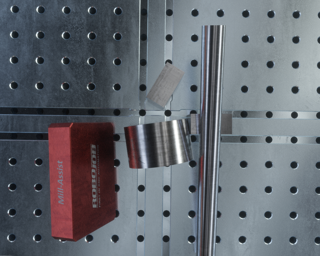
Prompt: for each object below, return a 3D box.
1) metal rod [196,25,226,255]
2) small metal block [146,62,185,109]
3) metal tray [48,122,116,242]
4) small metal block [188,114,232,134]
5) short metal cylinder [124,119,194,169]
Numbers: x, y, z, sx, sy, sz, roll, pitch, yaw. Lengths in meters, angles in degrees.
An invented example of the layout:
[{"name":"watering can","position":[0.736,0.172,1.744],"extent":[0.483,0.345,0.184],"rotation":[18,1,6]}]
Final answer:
[{"name":"metal rod","position":[0.059,0.034,0.371],"extent":[0.025,0.025,0.298],"rotation":[-1,107,0]},{"name":"small metal block","position":[0.007,-0.053,0.401],"extent":[0.025,0.050,0.050],"rotation":[31,90,0]},{"name":"metal tray","position":[-0.091,0.058,0.377],"extent":[0.030,0.090,0.129],"rotation":[-2,90,22]},{"name":"small metal block","position":[0.063,-0.005,0.402],"extent":[0.050,0.050,0.025],"rotation":[0,90,-1]},{"name":"short metal cylinder","position":[-0.002,0.018,0.386],"extent":[0.081,0.080,0.050],"rotation":[-8,90,0]}]
